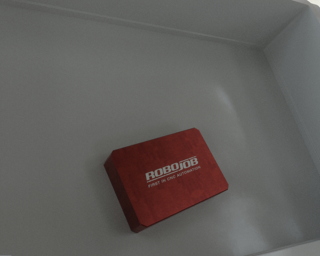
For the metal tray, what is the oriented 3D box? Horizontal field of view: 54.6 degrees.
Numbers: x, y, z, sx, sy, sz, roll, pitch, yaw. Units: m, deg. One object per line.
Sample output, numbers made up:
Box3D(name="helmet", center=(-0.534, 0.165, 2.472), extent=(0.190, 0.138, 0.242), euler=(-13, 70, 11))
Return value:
Box3D(name="metal tray", center=(0.010, 0.057, 0.373), extent=(0.131, 0.030, 0.090), euler=(-15, 69, -34))
